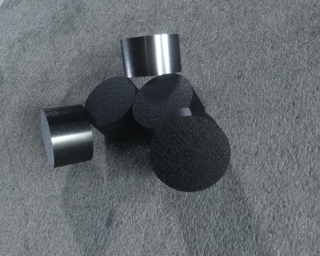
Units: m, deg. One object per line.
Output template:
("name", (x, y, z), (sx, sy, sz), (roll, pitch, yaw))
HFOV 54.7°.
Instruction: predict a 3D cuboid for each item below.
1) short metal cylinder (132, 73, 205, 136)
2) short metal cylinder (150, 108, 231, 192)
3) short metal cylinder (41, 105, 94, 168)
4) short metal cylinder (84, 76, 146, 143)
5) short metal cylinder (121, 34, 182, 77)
("short metal cylinder", (0.012, -0.023, 0.397), (0.080, 0.050, 0.080), (-13, 56, 21))
("short metal cylinder", (0.031, 0.021, 0.333), (0.080, 0.080, 0.050), (-32, 10, 7))
("short metal cylinder", (-0.128, 0.010, 0.423), (0.050, 0.079, 0.080), (-11, 45, -27))
("short metal cylinder", (-0.058, -0.026, 0.435), (0.080, 0.050, 0.080), (-13, 56, 21))
("short metal cylinder", (-0.012, -0.100, 0.430), (0.080, 0.080, 0.050), (2, 105, 29))
